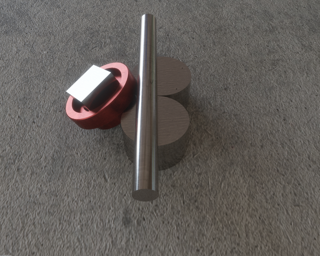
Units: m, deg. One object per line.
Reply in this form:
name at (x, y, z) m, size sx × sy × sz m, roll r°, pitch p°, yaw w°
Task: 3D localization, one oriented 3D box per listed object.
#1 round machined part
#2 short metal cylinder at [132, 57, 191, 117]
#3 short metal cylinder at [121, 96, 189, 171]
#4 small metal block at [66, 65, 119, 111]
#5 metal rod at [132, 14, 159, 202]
round machined part at (-0.071, -0.036, 0.407) m, size 0.098 × 0.042 × 0.098 m, roll -20°, pitch 44°, yaw 21°
short metal cylinder at (0.002, -0.056, 0.435) m, size 0.081 × 0.050 × 0.080 m, roll 0°, pitch 50°, yaw 0°
short metal cylinder at (-0.006, 0.006, 0.383) m, size 0.081 × 0.050 × 0.080 m, roll 0°, pitch 49°, yaw 0°
small metal block at (-0.084, -0.049, 0.393) m, size 0.050 × 0.025 × 0.050 m, roll -48°, pitch 41°, yaw -11°
metal rod at (-0.016, -0.052, 0.384) m, size 0.025 × 0.025 × 0.300 m, roll -1°, pitch 50°, yaw -1°
